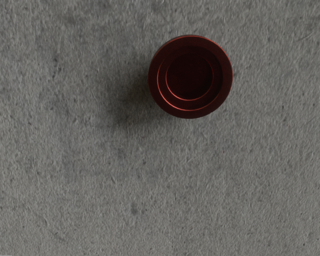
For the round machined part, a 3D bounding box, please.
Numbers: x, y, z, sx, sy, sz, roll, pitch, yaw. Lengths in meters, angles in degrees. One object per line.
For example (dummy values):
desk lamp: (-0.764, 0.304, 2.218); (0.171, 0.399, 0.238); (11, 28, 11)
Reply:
round machined part: (0.035, -0.063, 0.378); (0.099, 0.042, 0.097); (0, 110, -1)
